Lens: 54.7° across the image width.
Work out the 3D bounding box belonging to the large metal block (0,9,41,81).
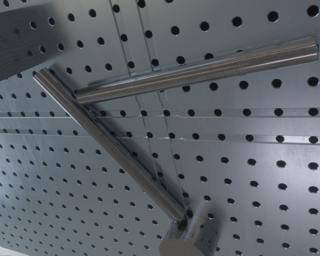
[{"bbox_3d":[-0.228,-0.110,0.428,0.050,0.080,0.080,-6,116,31],"label":"large metal block"}]

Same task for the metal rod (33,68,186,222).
[{"bbox_3d":[-0.072,0.028,0.466,0.300,0.025,0.025,46,129,-5],"label":"metal rod"}]

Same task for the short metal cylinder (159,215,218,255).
[{"bbox_3d":[0.046,0.184,0.485,0.080,0.050,0.079,13,124,21],"label":"short metal cylinder"}]

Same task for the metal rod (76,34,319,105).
[{"bbox_3d":[0.018,-0.060,0.364,0.300,0.025,0.025,-7,115,31],"label":"metal rod"}]
